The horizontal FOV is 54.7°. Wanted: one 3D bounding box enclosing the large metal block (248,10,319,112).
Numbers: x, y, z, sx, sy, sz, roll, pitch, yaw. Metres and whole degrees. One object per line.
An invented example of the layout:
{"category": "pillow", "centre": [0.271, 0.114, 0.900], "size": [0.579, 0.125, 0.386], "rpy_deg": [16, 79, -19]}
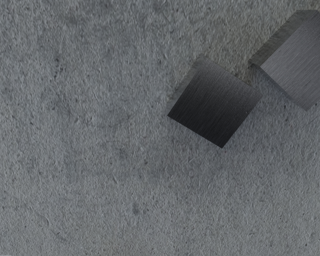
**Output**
{"category": "large metal block", "centre": [0.168, -0.080, 0.368], "size": [0.080, 0.050, 0.080], "rpy_deg": [39, 105, -13]}

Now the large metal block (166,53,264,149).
{"category": "large metal block", "centre": [0.064, -0.035, 0.384], "size": [0.080, 0.050, 0.080], "rpy_deg": [31, 107, -11]}
